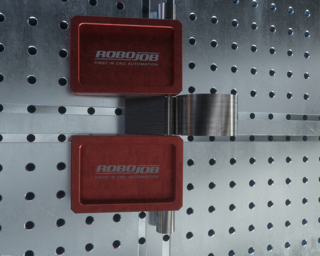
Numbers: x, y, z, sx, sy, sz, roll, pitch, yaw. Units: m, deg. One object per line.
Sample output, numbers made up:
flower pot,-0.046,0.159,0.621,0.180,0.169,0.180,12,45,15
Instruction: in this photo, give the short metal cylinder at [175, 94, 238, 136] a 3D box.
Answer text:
short metal cylinder,0.060,-0.016,0.402,0.081,0.080,0.050,0,90,-20

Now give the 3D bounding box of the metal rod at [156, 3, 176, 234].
metal rod,0.008,-0.013,0.411,0.025,0.025,0.298,0,90,-20

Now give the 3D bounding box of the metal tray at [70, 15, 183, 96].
metal tray,-0.040,-0.085,0.377,0.131,0.030,0.089,0,90,-8

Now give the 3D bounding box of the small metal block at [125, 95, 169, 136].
small metal block,-0.016,-0.016,0.392,0.050,0.025,0.050,1,90,11

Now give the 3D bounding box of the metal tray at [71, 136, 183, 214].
metal tray,-0.039,0.054,0.377,0.131,0.030,0.089,0,90,-8
